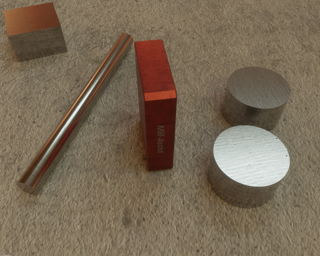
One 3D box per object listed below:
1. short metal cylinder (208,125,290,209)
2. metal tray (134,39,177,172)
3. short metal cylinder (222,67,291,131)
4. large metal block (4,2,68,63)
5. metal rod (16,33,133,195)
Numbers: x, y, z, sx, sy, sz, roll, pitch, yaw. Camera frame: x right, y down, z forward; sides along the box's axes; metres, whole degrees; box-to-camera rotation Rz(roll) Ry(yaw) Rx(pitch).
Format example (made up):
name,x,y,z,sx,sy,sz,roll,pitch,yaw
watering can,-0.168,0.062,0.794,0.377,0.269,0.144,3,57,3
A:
name,x,y,z,sx,sy,sz,roll,pitch,yaw
short metal cylinder,0.098,0.043,0.351,0.081,0.050,0.080,0,50,0
metal tray,-0.006,-0.022,0.353,0.030,0.129,0.090,-7,51,-6
short metal cylinder,0.128,-0.038,0.420,0.081,0.050,0.080,0,50,0
large metal block,-0.209,-0.163,0.523,0.081,0.050,0.080,-17,52,-14
metal rod,-0.103,-0.042,0.437,0.025,0.025,0.300,14,51,11
